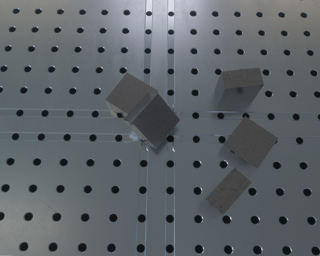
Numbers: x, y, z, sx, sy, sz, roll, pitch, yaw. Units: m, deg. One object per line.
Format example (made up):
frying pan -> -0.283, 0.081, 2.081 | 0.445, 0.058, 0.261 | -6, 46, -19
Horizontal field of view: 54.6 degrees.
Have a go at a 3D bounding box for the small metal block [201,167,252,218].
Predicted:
small metal block -> 0.077, 0.078, 0.370 | 0.025, 0.050, 0.050 | 43, 76, 14

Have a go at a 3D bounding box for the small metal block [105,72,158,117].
small metal block -> -0.038, -0.040, 0.426 | 0.050, 0.025, 0.050 | 32, 73, 11

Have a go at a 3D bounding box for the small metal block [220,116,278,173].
small metal block -> 0.116, 0.021, 0.405 | 0.050, 0.025, 0.050 | 36, 74, 12

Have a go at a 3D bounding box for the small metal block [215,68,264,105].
small metal block -> 0.106, -0.055, 0.419 | 0.050, 0.050, 0.025 | -7, 70, -2

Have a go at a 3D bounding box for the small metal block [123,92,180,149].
small metal block -> -0.010, -0.010, 0.401 | 0.050, 0.025, 0.050 | -50, 120, -16
